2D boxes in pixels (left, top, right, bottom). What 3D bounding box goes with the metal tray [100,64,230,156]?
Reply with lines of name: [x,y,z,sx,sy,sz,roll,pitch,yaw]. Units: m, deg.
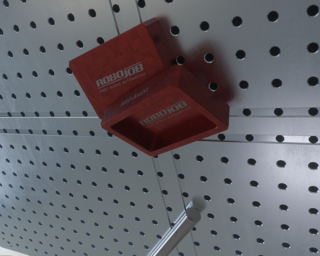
metal tray: [0.004,-0.013,0.366,0.090,0.030,0.130,34,140,-31]

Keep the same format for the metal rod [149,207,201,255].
metal rod: [-0.005,0.233,0.557,0.025,0.025,0.298,33,129,6]

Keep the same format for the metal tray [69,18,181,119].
metal tray: [-0.043,-0.068,0.389,0.130,0.030,0.090,-15,111,34]
